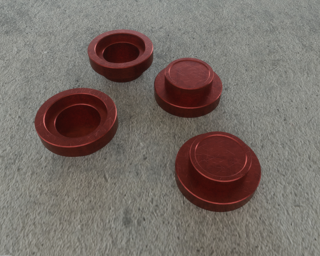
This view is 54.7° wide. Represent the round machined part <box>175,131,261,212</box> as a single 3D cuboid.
[{"bbox_3d":[0.067,0.042,0.357,0.099,0.042,0.098,0,50,0],"label":"round machined part"}]

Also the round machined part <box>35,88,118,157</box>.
[{"bbox_3d":[-0.102,-0.003,0.394,0.099,0.042,0.098,0,50,0],"label":"round machined part"}]

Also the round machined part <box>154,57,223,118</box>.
[{"bbox_3d":[0.041,-0.064,0.446,0.099,0.042,0.098,0,50,0],"label":"round machined part"}]

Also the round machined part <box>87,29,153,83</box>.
[{"bbox_3d":[-0.060,-0.108,0.483,0.099,0.042,0.098,0,50,0],"label":"round machined part"}]
